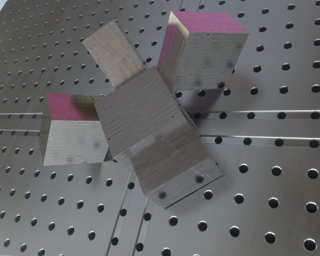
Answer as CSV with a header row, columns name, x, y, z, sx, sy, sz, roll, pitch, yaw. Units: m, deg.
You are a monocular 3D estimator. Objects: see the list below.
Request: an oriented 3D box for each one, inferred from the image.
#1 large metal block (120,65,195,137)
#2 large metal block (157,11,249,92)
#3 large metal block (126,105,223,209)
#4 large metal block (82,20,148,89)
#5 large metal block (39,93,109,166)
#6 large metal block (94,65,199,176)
name,x,y,z,sx,sy,sz,roll,pitch,yaw
large metal block,-0.013,-0.023,0.415,0.080,0.050,0.080,-33,51,6
large metal block,0.050,-0.094,0.385,0.081,0.080,0.050,-7,47,-24
large metal block,0.014,0.034,0.364,0.080,0.050,0.080,-31,50,7
large metal block,-0.059,-0.104,0.449,0.050,0.080,0.080,-33,12,7
large metal block,-0.111,0.003,0.411,0.050,0.081,0.080,62,140,39
large metal block,-0.016,-0.008,0.341,0.080,0.050,0.080,-32,52,6
